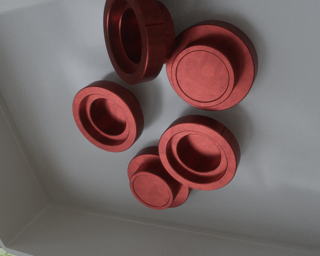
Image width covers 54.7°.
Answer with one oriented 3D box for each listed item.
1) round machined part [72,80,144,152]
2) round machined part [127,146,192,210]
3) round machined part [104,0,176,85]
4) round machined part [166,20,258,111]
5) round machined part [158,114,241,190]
[{"bbox_3d":[-0.065,-0.019,0.418,0.098,0.042,0.097,13,124,20],"label":"round machined part"},{"bbox_3d":[-0.004,0.078,0.447,0.098,0.042,0.097,13,124,20],"label":"round machined part"},{"bbox_3d":[-0.020,-0.098,0.328,0.098,0.042,0.097,35,134,48],"label":"round machined part"},{"bbox_3d":[0.051,-0.061,0.332,0.098,0.042,0.097,13,124,20],"label":"round machined part"},{"bbox_3d":[0.051,0.026,0.386,0.098,0.042,0.097,13,124,20],"label":"round machined part"}]
